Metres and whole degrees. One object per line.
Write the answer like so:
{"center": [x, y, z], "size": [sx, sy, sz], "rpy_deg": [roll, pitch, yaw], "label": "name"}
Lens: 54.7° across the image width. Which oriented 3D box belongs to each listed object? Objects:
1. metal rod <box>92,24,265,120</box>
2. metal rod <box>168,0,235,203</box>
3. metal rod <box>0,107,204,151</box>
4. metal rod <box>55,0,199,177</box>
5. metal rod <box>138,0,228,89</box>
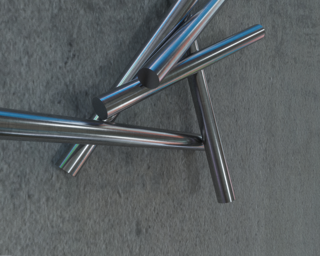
{"center": [0.046, -0.084, 0.394], "size": [0.302, 0.025, 0.025], "rpy_deg": [-32, 110, -35], "label": "metal rod"}
{"center": [0.057, -0.044, 0.429], "size": [0.025, 0.025, 0.298], "rpy_deg": [-15, 92, -39], "label": "metal rod"}
{"center": [-0.031, 0.009, 0.348], "size": [0.302, 0.025, 0.025], "rpy_deg": [8, 85, -50], "label": "metal rod"}
{"center": [-0.022, -0.076, 0.368], "size": [0.025, 0.025, 0.300], "rpy_deg": [44, 70, -32], "label": "metal rod"}
{"center": [0.054, -0.145, 0.411], "size": [0.025, 0.025, 0.301], "rpy_deg": [58, 45, -25], "label": "metal rod"}
